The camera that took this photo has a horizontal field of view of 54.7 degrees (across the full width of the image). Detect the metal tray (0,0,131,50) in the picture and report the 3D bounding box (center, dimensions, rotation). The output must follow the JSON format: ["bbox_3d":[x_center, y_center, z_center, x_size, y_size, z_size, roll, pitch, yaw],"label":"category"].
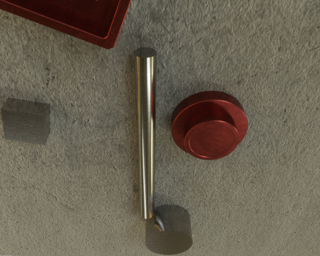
[{"bbox_3d":[-0.091,-0.138,0.284,0.131,0.030,0.089,18,128,-15],"label":"metal tray"}]

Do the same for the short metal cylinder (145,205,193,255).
[{"bbox_3d":[0.015,0.180,0.544,0.081,0.050,0.079,0,130,0],"label":"short metal cylinder"}]

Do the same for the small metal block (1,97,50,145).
[{"bbox_3d":[-0.171,-0.008,0.398,0.050,0.025,0.050,9,130,-8],"label":"small metal block"}]

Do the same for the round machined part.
[{"bbox_3d":[0.064,0.004,0.401,0.099,0.042,0.097,-1,130,0],"label":"round machined part"}]

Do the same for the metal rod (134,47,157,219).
[{"bbox_3d":[-0.019,0.031,0.433,0.025,0.025,0.298,1,130,-1],"label":"metal rod"}]
